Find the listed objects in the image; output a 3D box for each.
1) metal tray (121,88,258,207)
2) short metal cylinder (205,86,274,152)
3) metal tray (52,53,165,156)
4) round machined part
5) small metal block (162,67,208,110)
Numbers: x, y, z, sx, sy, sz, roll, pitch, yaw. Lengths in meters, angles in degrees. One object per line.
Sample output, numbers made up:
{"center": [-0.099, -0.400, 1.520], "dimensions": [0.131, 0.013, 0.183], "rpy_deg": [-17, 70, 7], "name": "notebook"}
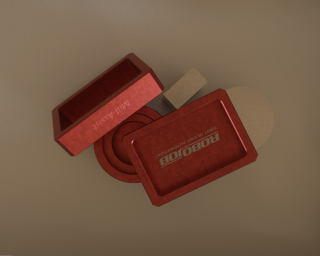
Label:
{"center": [0.033, 0.022, 0.360], "dimensions": [0.130, 0.030, 0.090], "rpy_deg": [-26, 90, 4], "name": "metal tray"}
{"center": [0.098, -0.011, 0.398], "dimensions": [0.081, 0.050, 0.079], "rpy_deg": [0, 90, -1], "name": "short metal cylinder"}
{"center": [-0.067, -0.033, 0.375], "dimensions": [0.130, 0.090, 0.030], "rpy_deg": [-36, 122, -1], "name": "metal tray"}
{"center": [-0.032, 0.019, 0.402], "dimensions": [0.099, 0.042, 0.097], "rpy_deg": [0, 90, -1], "name": "round machined part"}
{"center": [0.030, -0.048, 0.397], "dimensions": [0.050, 0.050, 0.025], "rpy_deg": [-43, 90, -2], "name": "small metal block"}
